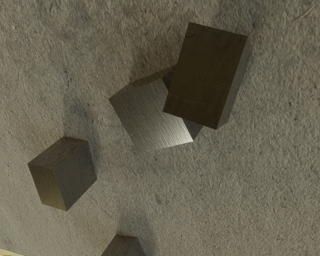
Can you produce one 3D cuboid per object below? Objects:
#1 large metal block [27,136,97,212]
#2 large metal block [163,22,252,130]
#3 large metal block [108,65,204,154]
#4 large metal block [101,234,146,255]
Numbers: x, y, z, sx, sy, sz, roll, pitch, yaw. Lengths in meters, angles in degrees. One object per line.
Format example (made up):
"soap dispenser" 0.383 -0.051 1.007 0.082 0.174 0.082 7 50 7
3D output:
"large metal block" -0.152 0.071 0.495 0.050 0.080 0.079 9 122 24
"large metal block" 0.049 -0.048 0.299 0.050 0.080 0.079 20 102 16
"large metal block" -0.002 -0.022 0.378 0.080 0.050 0.080 -16 111 34
"large metal block" -0.068 0.257 0.566 0.050 0.080 0.080 -4 116 30
